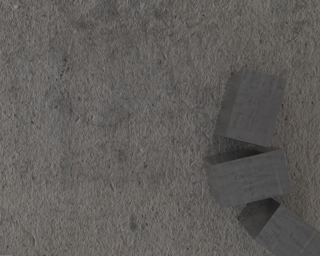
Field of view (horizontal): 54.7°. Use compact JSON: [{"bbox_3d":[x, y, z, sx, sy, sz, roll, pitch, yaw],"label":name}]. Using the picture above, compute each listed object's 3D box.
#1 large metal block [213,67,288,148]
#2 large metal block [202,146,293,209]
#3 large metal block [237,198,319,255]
[{"bbox_3d":[0.107,-0.023,0.383,0.050,0.080,0.080,15,90,0],"label":"large metal block"},{"bbox_3d":[0.102,0.056,0.383,0.080,0.080,0.050,-13,90,0],"label":"large metal block"},{"bbox_3d":[0.152,0.128,0.384,0.080,0.080,0.050,36,90,0],"label":"large metal block"}]
